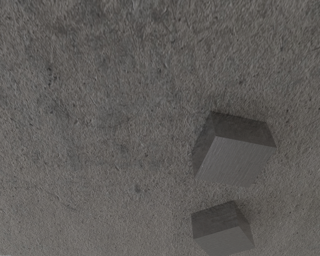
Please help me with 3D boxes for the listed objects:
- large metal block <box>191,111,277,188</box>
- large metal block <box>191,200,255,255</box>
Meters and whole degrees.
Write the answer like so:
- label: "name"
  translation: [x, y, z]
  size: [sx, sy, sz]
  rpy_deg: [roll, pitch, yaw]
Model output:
- label: "large metal block"
  translation: [0.095, 0.030, 0.417]
  size: [0.081, 0.050, 0.079]
  rpy_deg: [11, 129, -10]
- label: "large metal block"
  translation: [0.110, 0.181, 0.546]
  size: [0.080, 0.050, 0.080]
  rpy_deg: [-24, 126, 19]
